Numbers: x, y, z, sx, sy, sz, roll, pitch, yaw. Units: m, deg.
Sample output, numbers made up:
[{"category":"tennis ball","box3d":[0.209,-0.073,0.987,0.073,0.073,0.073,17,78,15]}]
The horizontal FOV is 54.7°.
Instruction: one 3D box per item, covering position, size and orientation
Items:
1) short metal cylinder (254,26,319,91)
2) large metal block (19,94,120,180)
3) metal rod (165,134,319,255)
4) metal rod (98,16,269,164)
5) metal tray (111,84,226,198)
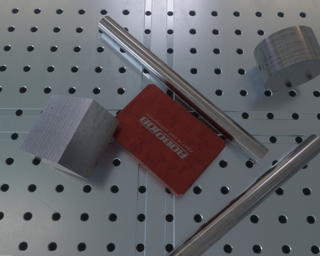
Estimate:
[{"category":"short metal cylinder","box3d":[0.173,-0.091,0.417,0.081,0.080,0.050,-10,71,-4]},{"category":"large metal block","box3d":[-0.109,0.009,0.376,0.080,0.050,0.080,10,67,38]},{"category":"metal rod","box3d":[0.087,0.104,0.374,0.301,0.025,0.025,-36,74,-12]},{"category":"metal rod","box3d":[0.024,-0.061,0.433,0.300,0.025,0.025,42,75,14]},{"category":"metal tray","box3d":[0.006,0.014,0.404,0.130,0.030,0.090,40,75,13]}]
